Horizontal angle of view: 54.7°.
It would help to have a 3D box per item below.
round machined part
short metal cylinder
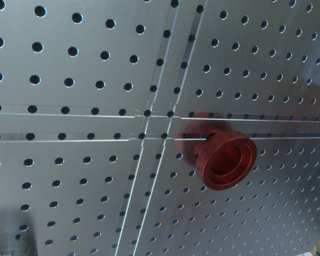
[{"bbox_3d":[0.098,0.046,0.482,0.099,0.042,0.097,-14,124,-21],"label":"round machined part"},{"bbox_3d":[-0.199,0.183,0.400,0.081,0.050,0.079,-14,124,-21],"label":"short metal cylinder"}]
